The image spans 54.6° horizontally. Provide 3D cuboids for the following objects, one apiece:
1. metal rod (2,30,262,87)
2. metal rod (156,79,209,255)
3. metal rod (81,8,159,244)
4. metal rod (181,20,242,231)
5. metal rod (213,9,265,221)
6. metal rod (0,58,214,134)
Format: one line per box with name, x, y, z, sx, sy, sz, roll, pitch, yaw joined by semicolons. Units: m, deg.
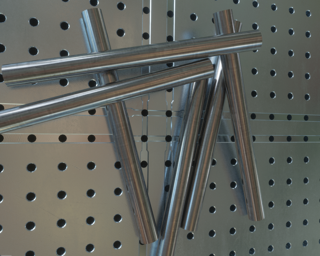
metal rod;-0.024;-0.084;0.367;0.302;0.025;0.025;-10;94;-9
metal rod;0.028;0.069;0.422;0.025;0.025;0.299;13;86;-20
metal rod;-0.049;0.002;0.394;0.025;0.025;0.299;-16;95;-19
metal rod;0.073;-0.007;0.439;0.025;0.025;0.299;15;85;-20
metal rod;0.113;-0.009;0.434;0.025;0.025;0.298;-17;103;-19
metal rod;-0.080;-0.034;0.359;0.302;0.025;0.025;-16;96;-11
